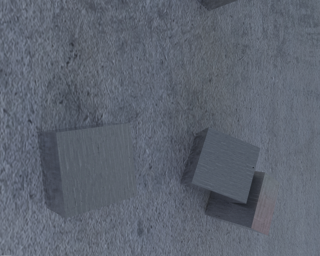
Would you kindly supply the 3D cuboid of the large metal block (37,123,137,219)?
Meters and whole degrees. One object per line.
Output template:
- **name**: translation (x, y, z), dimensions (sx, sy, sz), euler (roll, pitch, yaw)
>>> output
- **large metal block**: translation (-0.075, 0.039, 0.325), dimensions (0.081, 0.050, 0.079), euler (-9, 96, -40)

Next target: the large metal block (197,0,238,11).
- **large metal block**: translation (0.095, -0.229, 0.448), dimensions (0.050, 0.080, 0.080), euler (27, 73, -37)

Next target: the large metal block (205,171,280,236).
- **large metal block**: translation (0.126, 0.109, 0.473), dimensions (0.050, 0.080, 0.080), euler (33, 70, -38)

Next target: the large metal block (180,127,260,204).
- **large metal block**: translation (0.084, 0.054, 0.438), dimensions (0.080, 0.050, 0.080), euler (22, 74, -9)
